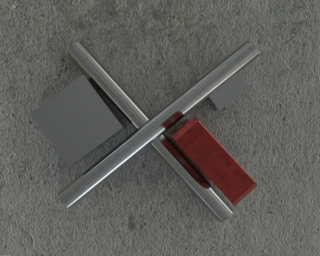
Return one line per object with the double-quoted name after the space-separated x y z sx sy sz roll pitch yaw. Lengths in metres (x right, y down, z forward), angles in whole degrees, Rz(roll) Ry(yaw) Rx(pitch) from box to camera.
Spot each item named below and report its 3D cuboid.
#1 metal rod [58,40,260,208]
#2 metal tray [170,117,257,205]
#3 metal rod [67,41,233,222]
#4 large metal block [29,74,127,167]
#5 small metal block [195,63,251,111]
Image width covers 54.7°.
-0.001 -0.005 0.386 0.300 0.025 0.025 -39 91 -1 "metal rod"
0.053 0.032 0.359 0.030 0.130 0.090 -43 90 1 "metal tray"
-0.012 0.006 0.411 0.025 0.025 0.300 -42 91 0 "metal rod"
-0.101 -0.009 0.396 0.080 0.050 0.080 -37 90 0 "large metal block"
0.082 -0.057 0.412 0.050 0.025 0.050 -35 90 0 "small metal block"
